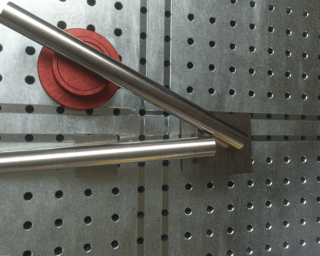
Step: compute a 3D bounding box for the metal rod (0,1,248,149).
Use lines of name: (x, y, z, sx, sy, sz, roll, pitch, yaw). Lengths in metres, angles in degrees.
metal rod: (-0.026, -0.050, 0.352, 0.301, 0.025, 0.025, 27, 81, -16)

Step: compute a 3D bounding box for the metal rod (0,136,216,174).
metal rod: (-0.085, 0.032, 0.353, 0.302, 0.025, 0.025, -4, 92, -10)

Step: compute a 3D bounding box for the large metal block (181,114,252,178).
large metal block: (0.077, 0.022, 0.426, 0.081, 0.050, 0.079, -2, 91, -20)

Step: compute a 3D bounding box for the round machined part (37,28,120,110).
round machined part: (-0.093, -0.071, 0.369, 0.099, 0.042, 0.097, 0, 90, -21)

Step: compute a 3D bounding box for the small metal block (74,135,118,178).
small metal block: (-0.080, 0.034, 0.384, 0.050, 0.025, 0.050, 0, 90, -21)
